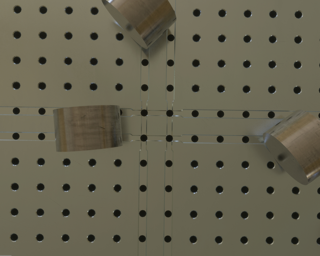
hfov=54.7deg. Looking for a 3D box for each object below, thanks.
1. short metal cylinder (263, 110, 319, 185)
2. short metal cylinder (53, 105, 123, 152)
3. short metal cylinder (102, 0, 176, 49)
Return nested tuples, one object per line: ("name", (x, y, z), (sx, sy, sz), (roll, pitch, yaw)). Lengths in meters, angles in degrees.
("short metal cylinder", (0.176, 0.024, 0.387), (0.050, 0.080, 0.080), (-35, 90, 0))
("short metal cylinder", (-0.089, 0.000, 0.385), (0.081, 0.080, 0.050), (-5, 90, 0))
("short metal cylinder", (-0.026, -0.146, 0.385), (0.050, 0.080, 0.080), (-45, 90, 0))
